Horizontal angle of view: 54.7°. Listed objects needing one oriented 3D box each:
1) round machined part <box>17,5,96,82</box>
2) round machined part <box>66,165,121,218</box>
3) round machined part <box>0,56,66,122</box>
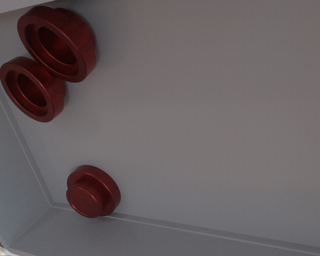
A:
[{"bbox_3d":[-0.120,-0.106,0.381,0.098,0.042,0.098,23,149,15],"label":"round machined part"},{"bbox_3d":[-0.121,0.116,0.533,0.098,0.042,0.097,13,124,21],"label":"round machined part"},{"bbox_3d":[-0.177,-0.059,0.447,0.098,0.042,0.097,20,136,21],"label":"round machined part"}]
